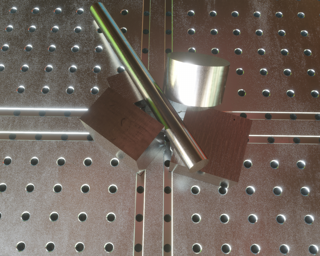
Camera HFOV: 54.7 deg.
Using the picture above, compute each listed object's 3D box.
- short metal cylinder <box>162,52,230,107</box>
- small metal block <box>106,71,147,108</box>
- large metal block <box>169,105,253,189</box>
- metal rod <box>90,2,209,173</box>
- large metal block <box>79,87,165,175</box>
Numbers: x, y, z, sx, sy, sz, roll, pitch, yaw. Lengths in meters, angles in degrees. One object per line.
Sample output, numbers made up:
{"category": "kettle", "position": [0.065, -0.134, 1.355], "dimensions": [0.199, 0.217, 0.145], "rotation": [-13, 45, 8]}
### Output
{"category": "short metal cylinder", "position": [0.045, -0.065, 0.400], "dimensions": [0.080, 0.080, 0.050], "rotation": [8, 114, 2]}
{"category": "small metal block", "position": [-0.040, -0.052, 0.431], "dimensions": [0.050, 0.025, 0.050], "rotation": [-23, 72, -9]}
{"category": "large metal block", "position": [0.062, 0.023, 0.390], "dimensions": [0.080, 0.050, 0.080], "rotation": [17, 71, 5]}
{"category": "metal rod", "position": [-0.027, -0.071, 0.405], "dimensions": [0.025, 0.025, 0.299], "rotation": [-26, 61, -10]}
{"category": "large metal block", "position": [-0.042, 0.007, 0.379], "dimensions": [0.080, 0.080, 0.050], "rotation": [35, 74, 11]}
